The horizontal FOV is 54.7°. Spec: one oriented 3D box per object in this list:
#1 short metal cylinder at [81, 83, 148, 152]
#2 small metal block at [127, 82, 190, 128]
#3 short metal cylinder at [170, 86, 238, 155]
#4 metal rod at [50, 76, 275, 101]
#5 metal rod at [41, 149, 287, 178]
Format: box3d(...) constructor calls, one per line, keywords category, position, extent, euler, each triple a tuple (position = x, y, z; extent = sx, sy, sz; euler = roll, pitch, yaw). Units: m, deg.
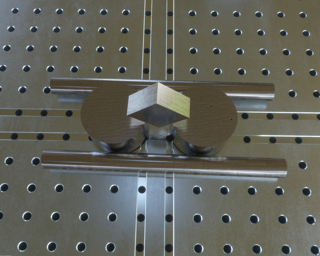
box3d(category="short metal cylinder", position=(-0.056, -0.011, 0.398), extent=(0.081, 0.050, 0.080), euler=(0, 70, 0))
box3d(category="small metal block", position=(-0.001, -0.024, 0.355), extent=(0.050, 0.050, 0.025), euler=(21, 63, -39))
box3d(category="short metal cylinder", position=(0.054, -0.007, 0.398), extent=(0.081, 0.050, 0.080), euler=(0, 70, 0))
box3d(category="metal rod", position=(0.003, -0.054, 0.428), extent=(0.302, 0.025, 0.025), euler=(2, 70, 0))
box3d(category="metal rod", position=(0.005, 0.045, 0.392), extent=(0.302, 0.025, 0.025), euler=(2, 70, 0))
